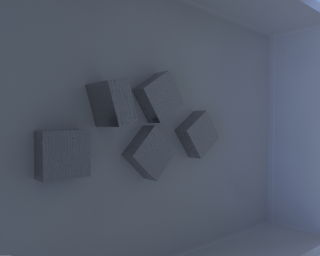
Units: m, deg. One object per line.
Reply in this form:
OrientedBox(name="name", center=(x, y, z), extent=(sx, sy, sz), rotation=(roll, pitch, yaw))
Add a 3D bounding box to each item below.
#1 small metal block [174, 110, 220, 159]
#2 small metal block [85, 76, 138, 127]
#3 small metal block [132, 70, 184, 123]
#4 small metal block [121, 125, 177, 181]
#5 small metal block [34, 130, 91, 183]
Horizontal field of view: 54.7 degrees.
OrientedBox(name="small metal block", center=(0.055, 0.009, 0.455), extent=(0.050, 0.025, 0.050), rotation=(-44, 117, -31))
OrientedBox(name="small metal block", center=(-0.055, -0.028, 0.346), extent=(0.025, 0.050, 0.050), rotation=(-21, 104, -38))
OrientedBox(name="small metal block", center=(-0.002, -0.041, 0.407), extent=(0.050, 0.025, 0.050), rotation=(-40, 115, -33))
OrientedBox(name="small metal block", center=(-0.013, 0.032, 0.398), extent=(0.050, 0.025, 0.050), rotation=(50, 60, -29))
OrientedBox(name="small metal block", center=(-0.101, 0.027, 0.323), extent=(0.050, 0.025, 0.050), rotation=(-1, 91, -40))
